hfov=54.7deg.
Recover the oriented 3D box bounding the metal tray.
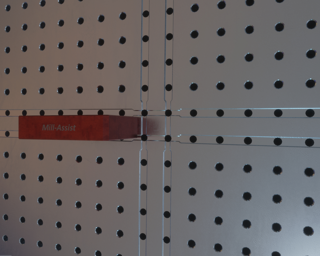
[{"bbox_3d":[-0.106,-0.001,0.414,0.130,0.090,0.030,0,90,19],"label":"metal tray"}]
